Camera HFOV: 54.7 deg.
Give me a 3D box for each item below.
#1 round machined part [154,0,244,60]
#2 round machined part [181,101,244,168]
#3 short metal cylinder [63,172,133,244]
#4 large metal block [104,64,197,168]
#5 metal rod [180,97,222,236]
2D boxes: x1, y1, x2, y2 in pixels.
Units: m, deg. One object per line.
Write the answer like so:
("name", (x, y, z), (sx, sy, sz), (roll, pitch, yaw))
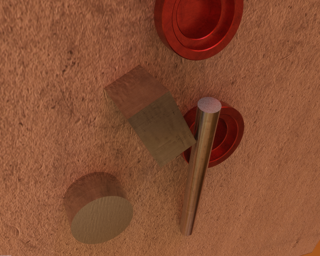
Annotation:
("round machined part", (0.038, -0.127, 0.338), (0.099, 0.042, 0.097), (-14, 124, -21))
("round machined part", (0.065, 0.006, 0.435), (0.099, 0.042, 0.097), (-14, 124, -21))
("short metal cylinder", (-0.082, 0.106, 0.411), (0.081, 0.050, 0.079), (-14, 124, -21))
("large metal block", (-0.012, -0.015, 0.356), (0.050, 0.080, 0.080), (-35, 129, -5))
("metal rod", (0.049, 0.077, 0.434), (0.025, 0.025, 0.298), (-19, 141, -18))
